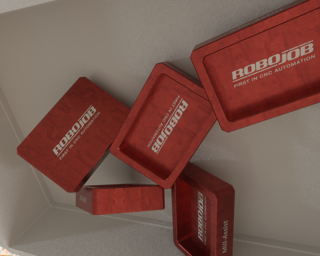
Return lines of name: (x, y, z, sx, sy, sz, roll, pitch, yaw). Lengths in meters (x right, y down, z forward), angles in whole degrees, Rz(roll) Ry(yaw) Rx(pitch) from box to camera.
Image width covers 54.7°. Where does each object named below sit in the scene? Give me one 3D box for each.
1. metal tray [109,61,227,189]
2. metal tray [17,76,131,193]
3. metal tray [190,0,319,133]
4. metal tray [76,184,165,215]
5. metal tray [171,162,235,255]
metal tray: (0.008, -0.002, 0.372, 0.090, 0.030, 0.129, 33, 110, 5)
metal tray: (-0.107, 0.008, 0.408, 0.090, 0.130, 0.030, 36, 167, 5)
metal tray: (0.106, -0.058, 0.292, 0.130, 0.030, 0.090, -20, 108, 19)
metal tray: (-0.060, 0.094, 0.425, 0.130, 0.091, 0.030, 160, 110, -65)
metal tray: (0.054, 0.121, 0.411, 0.090, 0.030, 0.129, 25, 124, 52)
